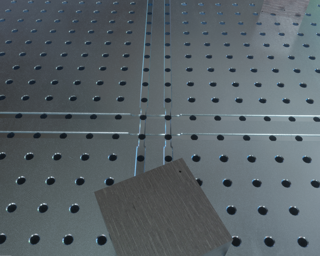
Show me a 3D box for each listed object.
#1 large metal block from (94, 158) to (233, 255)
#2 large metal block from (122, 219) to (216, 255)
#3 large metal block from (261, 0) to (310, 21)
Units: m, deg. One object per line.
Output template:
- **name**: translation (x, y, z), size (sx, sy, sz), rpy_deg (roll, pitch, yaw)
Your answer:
- **large metal block**: translation (0.000, 0.083, 0.257), size (0.081, 0.050, 0.080), rpy_deg (-20, 53, -16)
- **large metal block**: translation (0.005, 0.136, 0.277), size (0.080, 0.050, 0.080), rpy_deg (9, 51, 7)
- **large metal block**: translation (0.250, -0.265, 0.598), size (0.080, 0.080, 0.050), rpy_deg (18, 52, 14)
